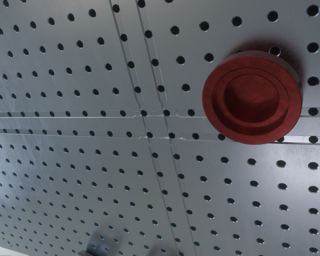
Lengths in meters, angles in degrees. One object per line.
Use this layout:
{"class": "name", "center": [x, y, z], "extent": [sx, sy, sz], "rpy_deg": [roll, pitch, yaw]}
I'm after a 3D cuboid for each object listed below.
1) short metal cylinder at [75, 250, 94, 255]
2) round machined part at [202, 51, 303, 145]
{"class": "short metal cylinder", "center": [-0.160, 0.307, 0.650], "extent": [0.050, 0.080, 0.079], "rpy_deg": [20, 126, 16]}
{"class": "round machined part", "center": [0.098, -0.034, 0.327], "extent": [0.098, 0.042, 0.097], "rpy_deg": [13, 124, 21]}
